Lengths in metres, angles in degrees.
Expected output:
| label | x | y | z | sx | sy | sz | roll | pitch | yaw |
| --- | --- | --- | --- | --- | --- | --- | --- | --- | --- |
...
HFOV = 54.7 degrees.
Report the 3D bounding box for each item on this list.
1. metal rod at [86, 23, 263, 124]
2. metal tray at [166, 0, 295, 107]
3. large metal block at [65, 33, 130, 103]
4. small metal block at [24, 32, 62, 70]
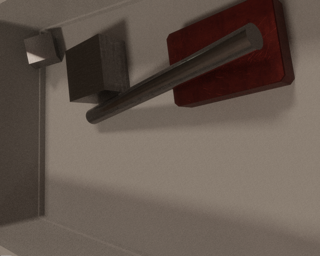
| label | x | y | z | sx | sy | sz | roll | pitch | yaw |
| --- | --- | --- | --- | --- | --- | --- | --- | --- | --- |
| metal rod | -0.012 | -0.049 | 0.381 | 0.299 | 0.025 | 0.025 | -18 | 79 | 48 |
| metal tray | 0.071 | -0.079 | 0.343 | 0.130 | 0.030 | 0.089 | -11 | 83 | 39 |
| large metal block | -0.094 | -0.085 | 0.466 | 0.080 | 0.050 | 0.080 | -12 | 83 | 39 |
| small metal block | -0.212 | -0.140 | 0.562 | 0.050 | 0.025 | 0.050 | -17 | 77 | 0 |
